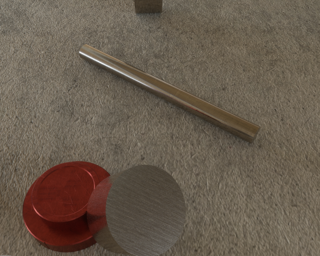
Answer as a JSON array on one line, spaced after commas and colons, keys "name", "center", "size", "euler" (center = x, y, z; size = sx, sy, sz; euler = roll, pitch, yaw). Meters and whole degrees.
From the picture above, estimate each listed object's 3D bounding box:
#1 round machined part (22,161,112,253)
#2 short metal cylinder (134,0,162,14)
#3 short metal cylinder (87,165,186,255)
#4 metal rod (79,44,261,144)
[{"name": "round machined part", "center": [-0.095, 0.075, 0.328], "size": [0.099, 0.042, 0.098], "euler": [0, 50, 0]}, {"name": "short metal cylinder", "center": [-0.023, -0.259, 0.585], "size": [0.050, 0.080, 0.080], "euler": [-3, 50, -2]}, {"name": "short metal cylinder", "center": [-0.023, 0.079, 0.296], "size": [0.081, 0.050, 0.080], "euler": [11, 68, -29]}, {"name": "metal rod", "center": [0.000, -0.058, 0.451], "size": [0.300, 0.025, 0.025], "euler": [29, 56, 21]}]
